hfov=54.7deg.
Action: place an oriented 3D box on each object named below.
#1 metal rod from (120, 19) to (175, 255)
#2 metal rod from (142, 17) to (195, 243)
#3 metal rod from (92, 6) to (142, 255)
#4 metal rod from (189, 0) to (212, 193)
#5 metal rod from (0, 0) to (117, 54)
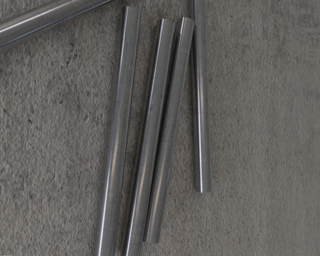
[{"bbox_3d":[-0.014,0.008,0.392,0.025,0.025,0.299,14,81,-39],"label":"metal rod"},{"bbox_3d":[0.011,-0.003,0.413,0.025,0.025,0.299,16,80,-39],"label":"metal rod"},{"bbox_3d":[-0.050,0.006,0.362,0.025,0.025,0.298,10,84,-40],"label":"metal rod"},{"bbox_3d":[0.059,-0.056,0.453,0.025,0.025,0.298,-4,93,-40],"label":"metal rod"},{"bbox_3d":[-0.088,-0.132,0.330,0.302,0.025,0.025,-41,115,-32],"label":"metal rod"}]
